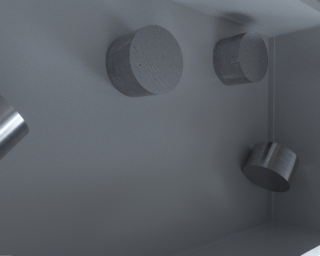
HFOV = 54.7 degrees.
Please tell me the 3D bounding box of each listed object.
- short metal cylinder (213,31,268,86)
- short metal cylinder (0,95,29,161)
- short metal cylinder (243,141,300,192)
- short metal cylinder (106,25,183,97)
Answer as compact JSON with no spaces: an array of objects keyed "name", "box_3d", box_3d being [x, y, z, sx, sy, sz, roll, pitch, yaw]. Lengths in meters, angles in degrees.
[{"name":"short metal cylinder","box_3d":[0.132,-0.111,0.503,0.081,0.050,0.079,0,90,-40]},{"name":"short metal cylinder","box_3d":[-0.153,-0.005,0.243,0.080,0.080,0.050,52,59,-28]},{"name":"short metal cylinder","box_3d":[0.191,0.067,0.535,0.080,0.080,0.050,48,61,-30]},{"name":"short metal cylinder","box_3d":[-0.018,-0.079,0.377,0.081,0.050,0.079,0,90,-40]}]
